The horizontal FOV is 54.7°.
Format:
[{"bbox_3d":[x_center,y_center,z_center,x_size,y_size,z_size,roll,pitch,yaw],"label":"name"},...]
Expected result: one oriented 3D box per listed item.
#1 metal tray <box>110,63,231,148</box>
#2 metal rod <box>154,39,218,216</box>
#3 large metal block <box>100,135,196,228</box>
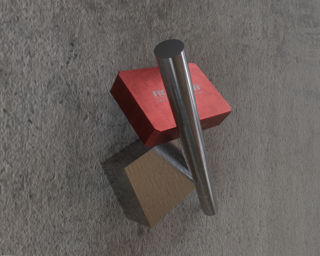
[{"bbox_3d":[0.017,-0.034,0.383,0.131,0.030,0.090,-16,62,-39],"label":"metal tray"},{"bbox_3d":[0.042,0.029,0.360,0.025,0.025,0.299,-54,146,-26],"label":"metal rod"},{"bbox_3d":[-0.012,0.059,0.378,0.081,0.050,0.080,-34,111,-35],"label":"large metal block"}]
